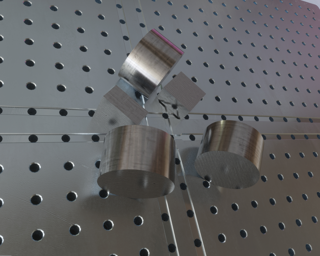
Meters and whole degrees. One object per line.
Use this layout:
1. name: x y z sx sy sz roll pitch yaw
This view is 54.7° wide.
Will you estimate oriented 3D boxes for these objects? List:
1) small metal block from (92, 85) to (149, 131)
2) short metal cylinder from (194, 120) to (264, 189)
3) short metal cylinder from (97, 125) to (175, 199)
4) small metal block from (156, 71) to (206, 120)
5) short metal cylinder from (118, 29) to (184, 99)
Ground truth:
1. small metal block: -0.049 -0.015 0.375 0.050 0.050 0.025 40 51 -1
2. short metal cylinder: 0.090 0.035 0.400 0.080 0.080 0.050 30 52 -9
3. short metal cylinder: -0.024 0.039 0.336 0.081 0.080 0.050 16 55 -19
4. small metal block: 0.031 -0.048 0.454 0.050 0.025 0.050 43 51 1
5. short metal cylinder: -0.012 -0.086 0.419 0.050 0.080 0.080 38 51 -3
